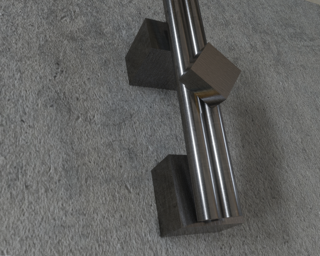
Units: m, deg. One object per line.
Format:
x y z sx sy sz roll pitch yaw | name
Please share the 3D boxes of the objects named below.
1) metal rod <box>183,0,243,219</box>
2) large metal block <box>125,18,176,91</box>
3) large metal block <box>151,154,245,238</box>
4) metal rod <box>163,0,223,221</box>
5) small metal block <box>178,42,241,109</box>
0.055 -0.047 0.370 0.025 0.025 0.299 3 67 -27 | metal rod
0.005 -0.098 0.432 0.081 0.080 0.050 3 61 -27 | large metal block
0.041 0.079 0.362 0.081 0.050 0.080 5 60 -26 | large metal block
0.031 -0.048 0.358 0.025 0.025 0.299 3 67 -27 | metal rod
0.057 -0.059 0.346 0.050 0.025 0.050 39 56 -9 | small metal block
